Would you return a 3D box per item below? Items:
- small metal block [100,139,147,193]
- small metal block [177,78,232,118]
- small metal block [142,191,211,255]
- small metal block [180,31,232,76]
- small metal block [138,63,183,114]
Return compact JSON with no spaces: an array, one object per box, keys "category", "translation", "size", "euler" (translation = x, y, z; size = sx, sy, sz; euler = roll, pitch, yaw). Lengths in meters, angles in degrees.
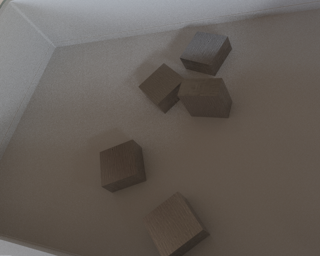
[{"category":"small metal block","translation":[-0.049,0.049,0.399],"size":[0.050,0.025,0.050],"euler":[-21,54,15]},{"category":"small metal block","translation":[0.056,-0.036,0.381],"size":[0.050,0.050,0.025],"euler":[4,64,30]},{"category":"small metal block","translation":[0.016,0.106,0.331],"size":[0.050,0.025,0.050],"euler":[-38,51,2]},{"category":"small metal block","translation":[0.065,-0.105,0.435],"size":[0.050,0.025,0.050],"euler":[23,74,36]},{"category":"small metal block","translation":[0.006,-0.056,0.436],"size":[0.050,0.025,0.050],"euler":[-43,51,-2]}]
